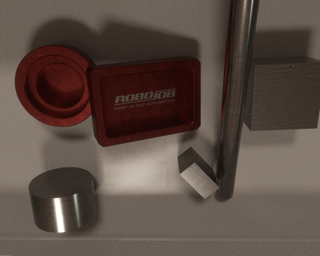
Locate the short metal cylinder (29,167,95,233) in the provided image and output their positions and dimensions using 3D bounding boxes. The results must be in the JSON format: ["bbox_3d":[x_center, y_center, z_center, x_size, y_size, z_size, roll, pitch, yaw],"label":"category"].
[{"bbox_3d":[-0.129,0.093,0.415,0.081,0.080,0.050,0,110,0],"label":"short metal cylinder"}]

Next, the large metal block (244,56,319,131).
[{"bbox_3d":[0.148,-0.044,0.384,0.081,0.050,0.079,-2,110,0],"label":"large metal block"}]

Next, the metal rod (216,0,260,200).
[{"bbox_3d":[0.081,-0.014,0.346,0.025,0.025,0.298,-5,134,1],"label":"metal rod"}]

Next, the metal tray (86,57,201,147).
[{"bbox_3d":[-0.016,-0.034,0.372,0.131,0.030,0.089,-10,111,-19],"label":"metal tray"}]

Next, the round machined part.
[{"bbox_3d":[-0.120,-0.054,0.381,0.099,0.042,0.097,0,110,-1],"label":"round machined part"}]

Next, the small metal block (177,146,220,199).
[{"bbox_3d":[0.051,0.060,0.421,0.025,0.050,0.050,-41,106,13],"label":"small metal block"}]
